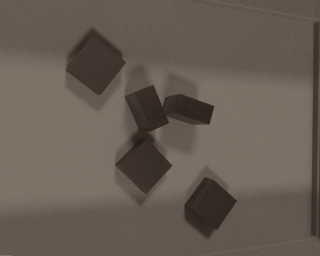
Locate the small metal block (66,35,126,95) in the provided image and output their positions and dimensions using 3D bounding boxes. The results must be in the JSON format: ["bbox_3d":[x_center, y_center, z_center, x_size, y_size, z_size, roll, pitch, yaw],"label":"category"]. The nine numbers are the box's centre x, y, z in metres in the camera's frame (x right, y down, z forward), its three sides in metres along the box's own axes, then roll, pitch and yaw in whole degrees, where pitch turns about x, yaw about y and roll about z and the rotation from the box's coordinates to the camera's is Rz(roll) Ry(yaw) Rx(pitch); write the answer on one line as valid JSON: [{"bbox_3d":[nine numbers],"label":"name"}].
[{"bbox_3d":[-0.079,-0.076,0.382,0.050,0.025,0.050,39,77,-16],"label":"small metal block"}]

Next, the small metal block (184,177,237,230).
[{"bbox_3d":[0.072,0.106,0.439,0.050,0.025,0.050,42,77,-16],"label":"small metal block"}]

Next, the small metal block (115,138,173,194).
[{"bbox_3d":[-0.021,0.049,0.404,0.050,0.025,0.050,-46,105,-14],"label":"small metal block"}]

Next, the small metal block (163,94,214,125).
[{"bbox_3d":[0.035,-0.023,0.411,0.050,0.050,0.025,17,84,-20],"label":"small metal block"}]

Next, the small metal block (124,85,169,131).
[{"bbox_3d":[-0.018,-0.024,0.392,0.025,0.050,0.050,-26,99,-18],"label":"small metal block"}]
